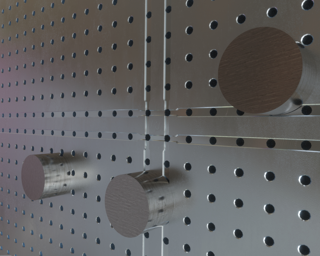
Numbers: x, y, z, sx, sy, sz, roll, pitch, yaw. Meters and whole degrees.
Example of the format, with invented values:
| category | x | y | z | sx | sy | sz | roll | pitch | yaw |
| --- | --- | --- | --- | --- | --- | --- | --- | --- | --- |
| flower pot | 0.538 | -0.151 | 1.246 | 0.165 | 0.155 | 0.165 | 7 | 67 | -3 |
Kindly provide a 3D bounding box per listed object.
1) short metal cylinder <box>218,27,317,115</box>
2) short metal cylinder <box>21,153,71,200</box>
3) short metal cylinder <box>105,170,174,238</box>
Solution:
| category | x | y | z | sx | sy | sz | roll | pitch | yaw |
| --- | --- | --- | --- | --- | --- | --- | --- | --- | --- |
| short metal cylinder | 0.105 | -0.053 | 0.305 | 0.080 | 0.050 | 0.079 | 0 | 90 | 39 |
| short metal cylinder | -0.207 | 0.086 | 0.560 | 0.080 | 0.050 | 0.079 | 0 | 90 | 39 |
| short metal cylinder | -0.028 | 0.099 | 0.414 | 0.080 | 0.050 | 0.079 | 0 | 90 | 39 |
